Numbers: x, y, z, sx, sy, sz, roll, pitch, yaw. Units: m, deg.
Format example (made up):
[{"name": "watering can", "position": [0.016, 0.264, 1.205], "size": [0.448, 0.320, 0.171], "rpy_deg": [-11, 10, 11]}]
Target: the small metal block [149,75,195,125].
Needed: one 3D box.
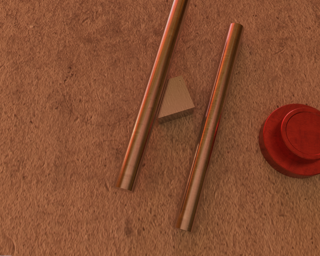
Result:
[{"name": "small metal block", "position": [0.014, -0.038, 0.422], "size": [0.050, 0.025, 0.050], "rpy_deg": [-17, 71, -7]}]

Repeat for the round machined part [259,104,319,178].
[{"name": "round machined part", "position": [0.182, 0.013, 0.397], "size": [0.099, 0.042, 0.098], "rpy_deg": [0, 70, -1]}]

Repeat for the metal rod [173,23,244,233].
[{"name": "metal rod", "position": [0.070, -0.014, 0.414], "size": [0.025, 0.025, 0.299], "rpy_deg": [16, 71, 5]}]

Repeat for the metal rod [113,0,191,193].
[{"name": "metal rod", "position": [-0.003, -0.064, 0.405], "size": [0.025, 0.025, 0.299], "rpy_deg": [14, 70, 5]}]
